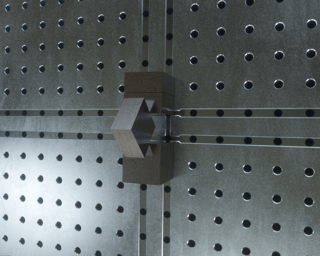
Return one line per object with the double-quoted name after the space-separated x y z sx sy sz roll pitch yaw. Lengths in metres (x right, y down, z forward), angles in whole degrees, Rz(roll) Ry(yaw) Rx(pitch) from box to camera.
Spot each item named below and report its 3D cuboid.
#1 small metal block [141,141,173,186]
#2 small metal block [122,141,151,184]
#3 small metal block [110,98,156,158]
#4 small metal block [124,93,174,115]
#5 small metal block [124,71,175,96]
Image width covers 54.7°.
-0.003 0.044 0.398 0.025 0.050 0.050 2 91 20 "small metal block"
-0.026 0.043 0.407 0.025 0.050 0.050 2 91 20 "small metal block"
-0.030 0.000 0.365 0.025 0.050 0.050 1 48 20 "small metal block"
-0.013 -0.031 0.402 0.050 0.050 0.025 2 91 19 "small metal block"
-0.012 -0.056 0.402 0.050 0.050 0.025 2 91 19 "small metal block"
